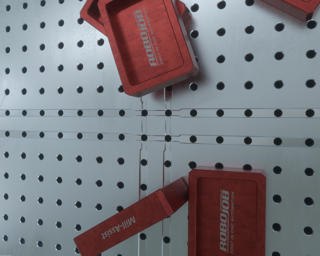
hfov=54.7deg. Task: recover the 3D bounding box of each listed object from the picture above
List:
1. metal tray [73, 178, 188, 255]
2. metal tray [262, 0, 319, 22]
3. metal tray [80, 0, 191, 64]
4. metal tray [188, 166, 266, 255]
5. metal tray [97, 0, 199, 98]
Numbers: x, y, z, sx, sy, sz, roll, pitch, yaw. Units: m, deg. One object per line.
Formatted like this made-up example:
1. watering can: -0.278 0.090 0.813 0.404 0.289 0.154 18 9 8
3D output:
1. metal tray: -0.031 0.112 0.388 0.130 0.090 0.030 -33 80 17
2. metal tray: 0.168 -0.201 0.350 0.090 0.030 0.129 35 101 16
3. metal tray: -0.036 -0.154 0.421 0.130 0.030 0.090 39 102 15
4. metal tray: 0.082 0.115 0.380 0.090 0.030 0.129 1 90 19
5. metal tray: -0.016 -0.113 0.382 0.090 0.030 0.129 -19 84 18
